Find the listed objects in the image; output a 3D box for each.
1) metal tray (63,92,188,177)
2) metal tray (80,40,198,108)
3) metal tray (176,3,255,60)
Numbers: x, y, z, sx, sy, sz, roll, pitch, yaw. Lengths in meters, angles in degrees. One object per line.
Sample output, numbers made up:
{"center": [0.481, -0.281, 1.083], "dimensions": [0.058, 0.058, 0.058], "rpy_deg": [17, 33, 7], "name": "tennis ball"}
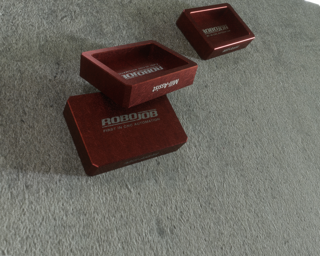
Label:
{"center": [-0.040, -0.003, 0.380], "dimensions": [0.131, 0.030, 0.090], "rpy_deg": [-14, 69, -34], "name": "metal tray"}
{"center": [-0.025, -0.076, 0.403], "dimensions": [0.090, 0.030, 0.131], "rpy_deg": [36, 40, 28], "name": "metal tray"}
{"center": [0.103, -0.179, 0.564], "dimensions": [0.131, 0.030, 0.090], "rpy_deg": [-25, 75, -37], "name": "metal tray"}
